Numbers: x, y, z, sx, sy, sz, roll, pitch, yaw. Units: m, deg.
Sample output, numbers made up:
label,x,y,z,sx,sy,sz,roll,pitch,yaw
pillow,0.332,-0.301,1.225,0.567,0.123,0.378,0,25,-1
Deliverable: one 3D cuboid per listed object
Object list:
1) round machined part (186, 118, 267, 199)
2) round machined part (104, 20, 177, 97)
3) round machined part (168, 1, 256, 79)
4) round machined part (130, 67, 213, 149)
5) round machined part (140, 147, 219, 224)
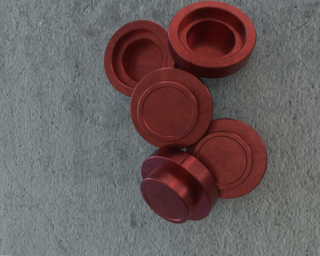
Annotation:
label,x,y,z,sx,sy,sz,roll,pitch,yaw
round machined part,0.077,0.037,0.373,0.098,0.042,0.097,0,90,19
round machined part,-0.020,-0.087,0.407,0.098,0.042,0.097,0,90,19
round machined part,0.059,-0.098,0.365,0.099,0.042,0.098,0,65,0
round machined part,0.012,-0.021,0.361,0.098,0.042,0.097,2,101,11
round machined part,0.016,0.074,0.368,0.098,0.042,0.097,24,136,26
